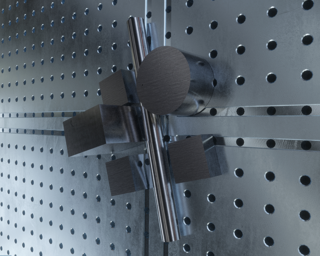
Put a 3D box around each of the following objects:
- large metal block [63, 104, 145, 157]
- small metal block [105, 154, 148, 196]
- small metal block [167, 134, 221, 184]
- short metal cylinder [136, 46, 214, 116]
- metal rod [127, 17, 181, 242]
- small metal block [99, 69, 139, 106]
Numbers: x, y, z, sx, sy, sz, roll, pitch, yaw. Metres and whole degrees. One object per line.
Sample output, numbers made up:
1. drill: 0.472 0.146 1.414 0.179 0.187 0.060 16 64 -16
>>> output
1. large metal block: -0.074 0.005 0.430 0.080 0.081 0.050 -19 78 38
2. small metal block: -0.049 0.068 0.447 0.050 0.025 0.050 -20 78 38
3. small metal block: 0.041 0.037 0.374 0.050 0.025 0.050 -19 78 38
4. short metal cylinder: 0.018 -0.055 0.376 0.080 0.050 0.079 0 90 39
5. metal rod: -0.010 -0.004 0.415 0.025 0.025 0.298 -16 80 38
6. small metal block: -0.060 -0.052 0.456 0.050 0.025 0.050 -22 76 37
